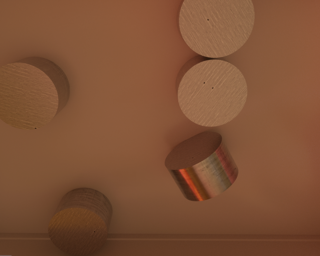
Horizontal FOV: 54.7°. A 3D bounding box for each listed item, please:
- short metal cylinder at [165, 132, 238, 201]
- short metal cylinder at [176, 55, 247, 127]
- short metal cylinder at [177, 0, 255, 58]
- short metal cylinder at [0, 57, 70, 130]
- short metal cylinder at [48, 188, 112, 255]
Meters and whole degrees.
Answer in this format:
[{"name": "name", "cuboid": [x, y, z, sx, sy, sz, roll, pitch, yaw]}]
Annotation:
[{"name": "short metal cylinder", "cuboid": [0.053, 0.048, 0.401, 0.080, 0.080, 0.050, -27, 108, 9]}, {"name": "short metal cylinder", "cuboid": [0.061, -0.048, 0.381, 0.081, 0.050, 0.079, 0, 110, -1]}, {"name": "short metal cylinder", "cuboid": [0.060, -0.124, 0.353, 0.081, 0.050, 0.079, 0, 110, -1]}, {"name": "short metal cylinder", "cuboid": [-0.158, -0.044, 0.380, 0.081, 0.050, 0.079, 0, 110, -1]}, {"name": "short metal cylinder", "cuboid": [-0.112, 0.134, 0.446, 0.081, 0.050, 0.079, 0, 110, -1]}]
